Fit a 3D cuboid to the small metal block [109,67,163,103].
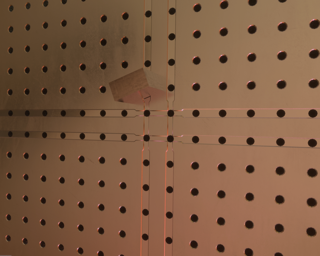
[{"bbox_3d":[-0.031,-0.054,0.411,0.050,0.050,0.025,-21,83,19],"label":"small metal block"}]
